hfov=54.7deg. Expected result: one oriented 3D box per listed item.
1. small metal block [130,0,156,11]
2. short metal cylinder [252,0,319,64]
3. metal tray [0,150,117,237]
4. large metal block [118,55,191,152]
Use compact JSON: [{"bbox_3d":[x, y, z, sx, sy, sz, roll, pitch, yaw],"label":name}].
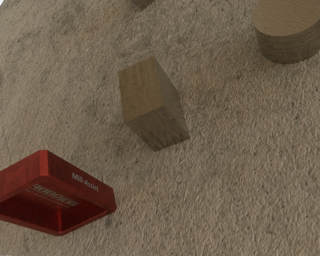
[{"bbox_3d":[-0.030,-0.252,0.574,0.050,0.025,0.050,-40,51,1],"label":"small metal block"},{"bbox_3d":[0.160,-0.126,0.382,0.080,0.050,0.080,-13,56,21],"label":"short metal cylinder"},{"bbox_3d":[-0.121,0.080,0.351,0.090,0.130,0.030,-27,53,11],"label":"metal tray"},{"bbox_3d":[-0.007,-0.028,0.390,0.050,0.080,0.080,-22,54,15],"label":"large metal block"}]
